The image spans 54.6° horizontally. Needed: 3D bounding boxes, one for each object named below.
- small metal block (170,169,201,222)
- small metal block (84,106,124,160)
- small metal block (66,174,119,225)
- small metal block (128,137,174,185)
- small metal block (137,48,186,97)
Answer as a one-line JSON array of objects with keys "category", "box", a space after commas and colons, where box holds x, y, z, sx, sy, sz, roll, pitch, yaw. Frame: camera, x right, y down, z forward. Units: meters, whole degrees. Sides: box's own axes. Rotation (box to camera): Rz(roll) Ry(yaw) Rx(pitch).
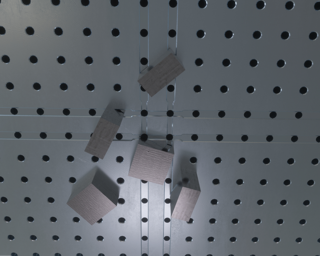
[{"category": "small metal block", "box": [0.034, 0.093, 0.434, 0.025, 0.050, 0.050, 16, 109, -6]}, {"category": "small metal block", "box": [-0.071, 0.005, 0.401, 0.025, 0.050, 0.050, 26, 108, -9]}, {"category": "small metal block", "box": [-0.097, 0.105, 0.451, 0.050, 0.025, 0.050, -39, 106, 13]}, {"category": "small metal block", "box": [-0.012, 0.046, 0.430, 0.050, 0.025, 0.050, 16, 109, -6]}, {"category": "small metal block", "box": [0.001, -0.068, 0.375, 0.050, 0.050, 0.025, -38, 106, 13]}]
